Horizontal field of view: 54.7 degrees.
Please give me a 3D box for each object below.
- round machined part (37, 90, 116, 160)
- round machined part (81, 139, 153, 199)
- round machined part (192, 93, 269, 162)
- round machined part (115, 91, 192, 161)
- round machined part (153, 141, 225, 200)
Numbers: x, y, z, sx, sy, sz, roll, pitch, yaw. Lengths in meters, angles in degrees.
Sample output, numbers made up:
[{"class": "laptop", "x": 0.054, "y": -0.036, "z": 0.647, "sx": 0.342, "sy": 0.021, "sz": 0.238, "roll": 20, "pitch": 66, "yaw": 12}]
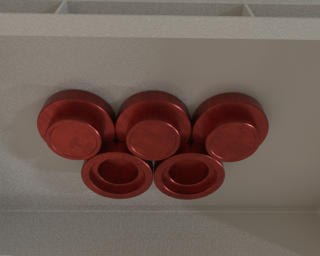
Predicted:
[{"class": "round machined part", "x": -0.107, "y": 0.003, "z": 0.396, "sx": 0.099, "sy": 0.042, "sz": 0.097, "roll": -1, "pitch": 129, "yaw": -1}, {"class": "round machined part", "x": -0.058, "y": 0.055, "z": 0.441, "sx": 0.099, "sy": 0.042, "sz": 0.097, "roll": 0, "pitch": 130, "yaw": 0}, {"class": "round machined part", "x": 0.091, "y": 0.007, "z": 0.401, "sx": 0.099, "sy": 0.042, "sz": 0.097, "roll": 0, "pitch": 129, "yaw": 0}, {"class": "round machined part", "x": -0.009, "y": 0.004, "z": 0.398, "sx": 0.099, "sy": 0.042, "sz": 0.097, "roll": 0, "pitch": 129, "yaw": 0}, {"class": "round machined part", "x": 0.040, "y": 0.056, "z": 0.444, "sx": 0.099, "sy": 0.042, "sz": 0.097, "roll": 0, "pitch": 130, "yaw": 0}]
